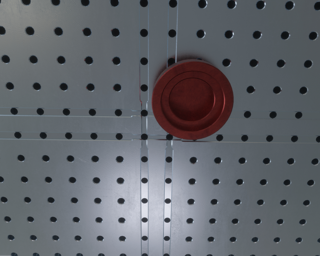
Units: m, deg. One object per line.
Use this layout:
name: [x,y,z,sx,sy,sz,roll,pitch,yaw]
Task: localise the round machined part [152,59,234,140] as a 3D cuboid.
round machined part: [0.039,-0.038,0.391,0.099,0.042,0.097,0,110,0]
